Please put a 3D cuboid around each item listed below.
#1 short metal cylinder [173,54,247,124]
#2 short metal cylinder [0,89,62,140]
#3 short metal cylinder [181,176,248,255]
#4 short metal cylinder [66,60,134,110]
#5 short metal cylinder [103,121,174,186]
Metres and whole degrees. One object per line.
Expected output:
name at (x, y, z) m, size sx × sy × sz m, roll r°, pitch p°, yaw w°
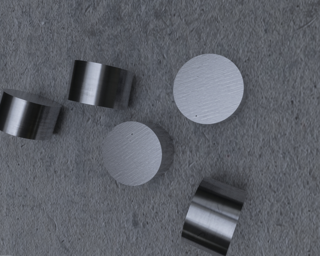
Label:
short metal cylinder at (0.062, -0.044, 0.374) m, size 0.080 × 0.050 × 0.080 m, roll 0°, pitch 90°, yaw 20°
short metal cylinder at (-0.190, -0.020, 0.447) m, size 0.080 × 0.080 × 0.050 m, roll 22°, pitch 97°, yaw 18°
short metal cylinder at (0.064, 0.102, 0.357) m, size 0.050 × 0.080 × 0.080 m, roll 19°, pitch 96°, yaw 19°
short metal cylinder at (-0.078, -0.055, 0.407) m, size 0.080 × 0.080 × 0.050 m, roll 12°, pitch 94°, yaw 19°
short metal cylinder at (-0.027, 0.031, 0.405) m, size 0.080 × 0.050 × 0.080 m, roll 0°, pitch 90°, yaw 20°
